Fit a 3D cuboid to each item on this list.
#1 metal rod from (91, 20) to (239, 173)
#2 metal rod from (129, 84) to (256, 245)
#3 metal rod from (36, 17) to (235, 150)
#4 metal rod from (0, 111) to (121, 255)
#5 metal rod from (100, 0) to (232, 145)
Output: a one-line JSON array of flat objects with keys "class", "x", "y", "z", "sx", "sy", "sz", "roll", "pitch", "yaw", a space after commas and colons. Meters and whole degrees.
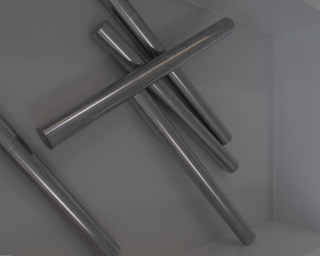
[{"class": "metal rod", "x": 0.024, "y": -0.025, "z": 0.426, "sx": 0.300, "sy": 0.025, "sz": 0.025, "roll": 43, "pitch": 64, "yaw": -31}, {"class": "metal rod", "x": 0.051, "y": 0.061, "z": 0.430, "sx": 0.300, "sy": 0.025, "sz": 0.025, "roll": 52, "pitch": 59, "yaw": -21}, {"class": "metal rod", "x": -0.006, "y": -0.068, "z": 0.367, "sx": 0.302, "sy": 0.025, "sz": 0.025, "roll": -37, "pitch": 113, "yaw": -31}, {"class": "metal rod", "x": -0.130, "y": 0.031, "z": 0.297, "sx": 0.025, "sy": 0.025, "sz": 0.299, "roll": -47, "pitch": 118, "yaw": -30}, {"class": "metal rod", "x": 0.015, "y": -0.077, "z": 0.418, "sx": 0.300, "sy": 0.025, "sz": 0.025, "roll": 47, "pitch": 62, "yaw": -30}]
